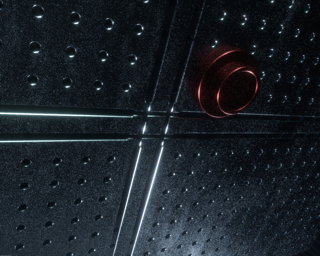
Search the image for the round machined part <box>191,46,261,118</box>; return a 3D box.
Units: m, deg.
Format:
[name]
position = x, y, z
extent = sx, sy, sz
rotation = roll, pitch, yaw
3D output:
[round machined part]
position = 0.095, -0.057, 0.419
extent = 0.099, 0.042, 0.097
rotation = -14, 124, -21
